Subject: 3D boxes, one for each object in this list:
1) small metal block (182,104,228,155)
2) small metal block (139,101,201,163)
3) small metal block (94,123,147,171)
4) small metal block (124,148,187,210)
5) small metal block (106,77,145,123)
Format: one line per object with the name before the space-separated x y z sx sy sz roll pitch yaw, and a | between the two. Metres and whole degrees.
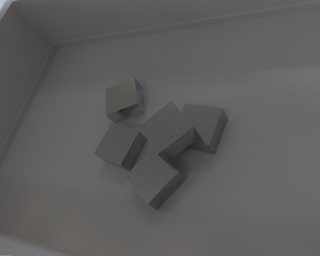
small metal block | 0.049 0.000 0.380 0.050 0.025 0.050 10 67 32
small metal block | 0.011 0.004 0.366 0.050 0.025 0.050 -38 51 2
small metal block | -0.053 0.025 0.418 0.050 0.025 0.050 16 70 34
small metal block | -0.006 0.060 0.372 0.050 0.025 0.050 -46 51 -4
small metal block | -0.052 -0.041 0.458 0.050 0.025 0.050 -19 54 16
